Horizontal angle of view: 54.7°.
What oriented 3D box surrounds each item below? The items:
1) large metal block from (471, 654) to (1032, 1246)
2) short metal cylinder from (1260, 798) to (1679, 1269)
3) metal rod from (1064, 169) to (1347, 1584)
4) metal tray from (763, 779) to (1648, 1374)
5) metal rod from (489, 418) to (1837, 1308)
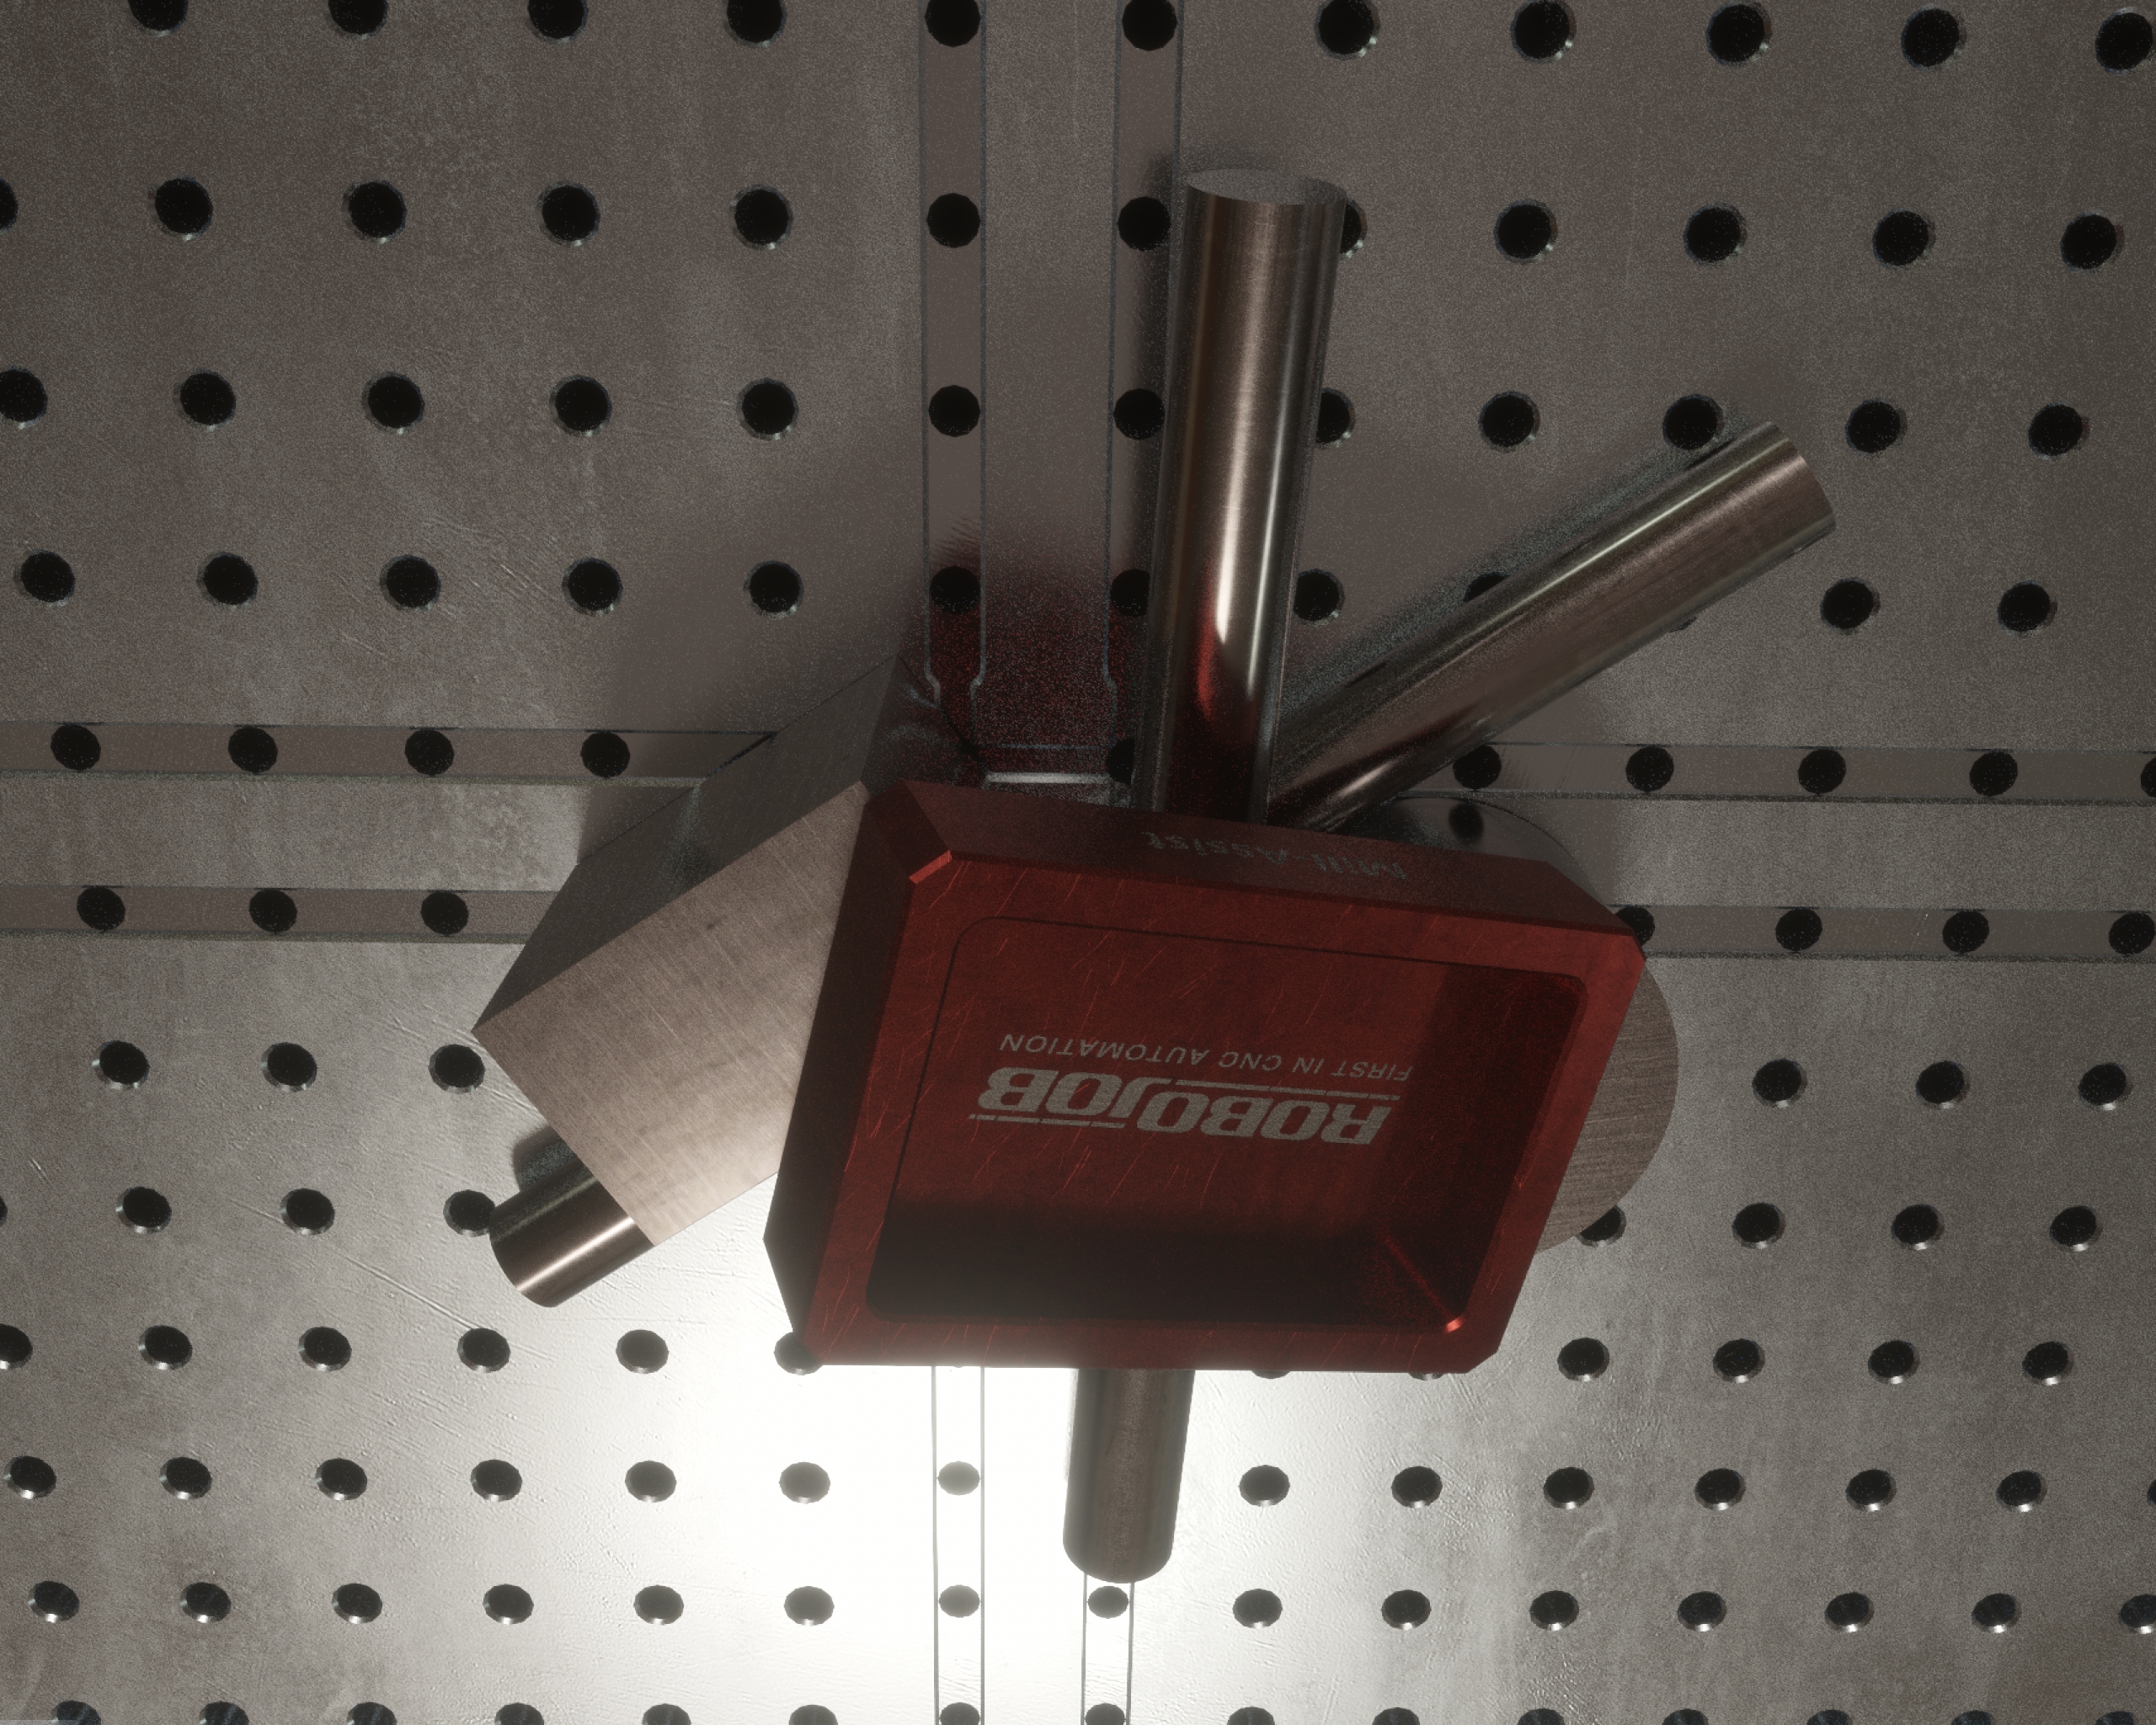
[{"bbox_3d":[-0.055,0.013,0.387,0.080,0.080,0.050,-32,107,11],"label":"large metal block"},{"bbox_3d":[0.072,0.033,0.412,0.081,0.050,0.079,0,110,-1],"label":"short metal cylinder"},{"bbox_3d":[0.019,0.024,0.398,0.025,0.025,0.298,3,119,-2],"label":"metal rod"},{"bbox_3d":[0.021,0.040,0.350,0.131,0.030,0.089,7,111,-23],"label":"metal tray"},{"bbox_3d":[0.009,0.006,0.416,0.300,0.025,0.025,-32,107,10],"label":"metal rod"}]
